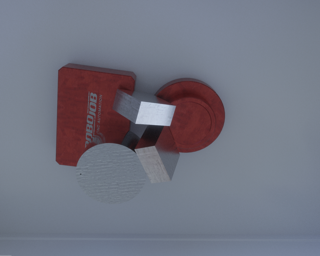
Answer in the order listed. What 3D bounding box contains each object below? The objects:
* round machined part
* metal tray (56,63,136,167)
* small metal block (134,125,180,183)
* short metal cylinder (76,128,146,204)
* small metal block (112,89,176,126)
[{"bbox_3d":[0.034,-0.012,0.396,0.099,0.042,0.097,0,110,-1],"label":"round machined part"},{"bbox_3d":[-0.083,-0.012,0.399,0.091,0.030,0.129,7,110,-3],"label":"metal tray"},{"bbox_3d":[-0.001,0.029,0.365,0.025,0.050,0.050,-12,118,24],"label":"small metal block"},{"bbox_3d":[-0.057,0.045,0.380,0.081,0.050,0.079,0,110,-1],"label":"short metal cylinder"},{"bbox_3d":[-0.019,-0.024,0.360,0.050,0.050,0.025,3,109,-41],"label":"small metal block"}]
